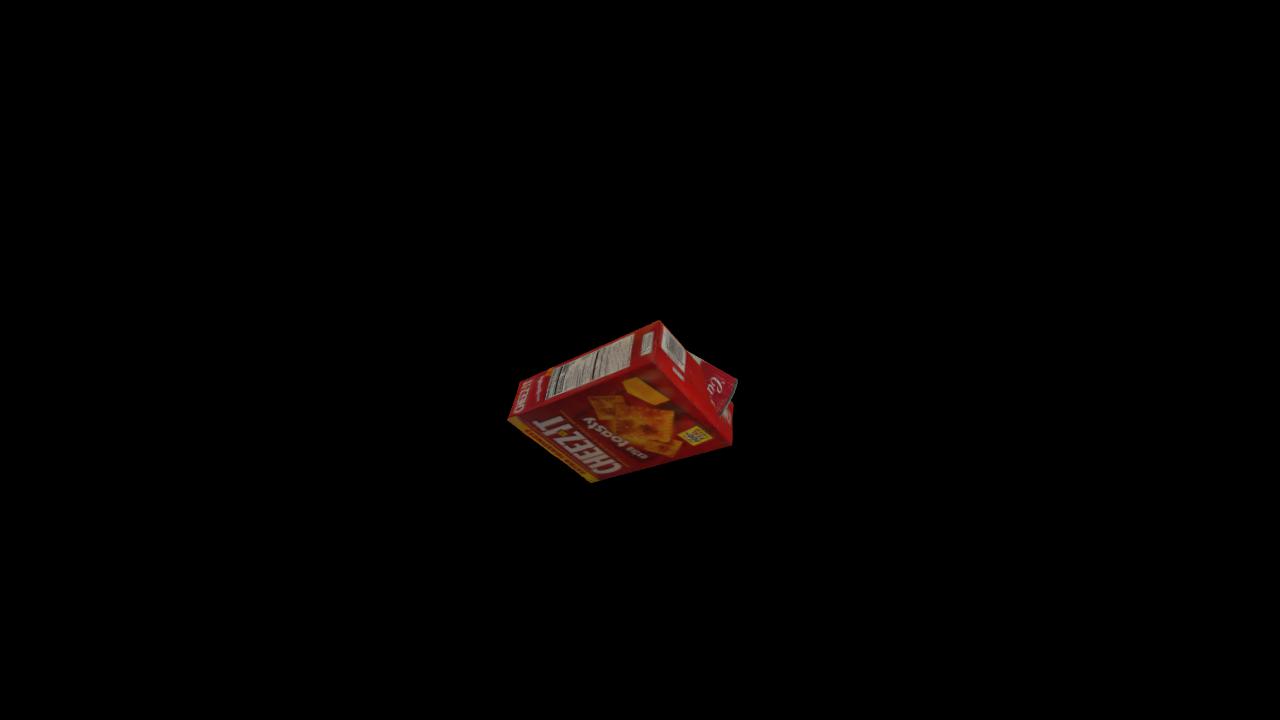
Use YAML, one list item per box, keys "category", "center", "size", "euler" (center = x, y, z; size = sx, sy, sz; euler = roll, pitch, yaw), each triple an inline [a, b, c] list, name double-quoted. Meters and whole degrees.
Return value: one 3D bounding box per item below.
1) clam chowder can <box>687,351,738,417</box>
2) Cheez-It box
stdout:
- category: "clam chowder can"
  center: [0.055, 0.026, 0.730]
  size: [0.102, 0.068, 0.068]
  euler: [30, -1, -2]
- category: "Cheez-It box"
  center: [-0.022, 0.062, 0.742]
  size: [0.223, 0.071, 0.166]
  euler: [-21, -50, 30]
